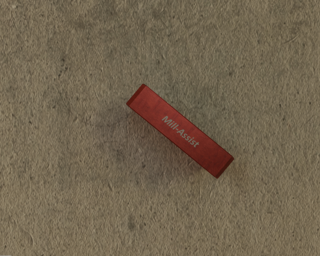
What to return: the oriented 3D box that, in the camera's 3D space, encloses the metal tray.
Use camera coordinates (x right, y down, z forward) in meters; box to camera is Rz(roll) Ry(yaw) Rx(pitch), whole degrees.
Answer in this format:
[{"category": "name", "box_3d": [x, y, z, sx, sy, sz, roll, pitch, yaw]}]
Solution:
[{"category": "metal tray", "box_3d": [0.022, 0.003, 0.379, 0.130, 0.090, 0.030, 39, 90, -1]}]
